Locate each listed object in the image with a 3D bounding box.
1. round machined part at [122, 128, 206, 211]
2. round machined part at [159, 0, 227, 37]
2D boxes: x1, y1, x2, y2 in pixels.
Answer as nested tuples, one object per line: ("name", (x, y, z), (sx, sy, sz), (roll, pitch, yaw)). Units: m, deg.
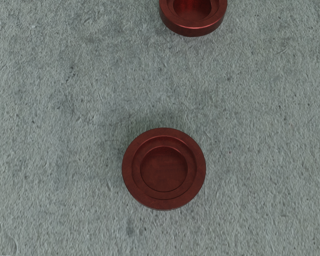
("round machined part", (0.005, 0.052, 0.380), (0.099, 0.042, 0.098), (0, 70, 0))
("round machined part", (0.048, -0.177, 0.464), (0.099, 0.042, 0.098), (0, 70, 0))
